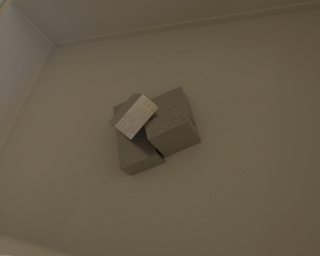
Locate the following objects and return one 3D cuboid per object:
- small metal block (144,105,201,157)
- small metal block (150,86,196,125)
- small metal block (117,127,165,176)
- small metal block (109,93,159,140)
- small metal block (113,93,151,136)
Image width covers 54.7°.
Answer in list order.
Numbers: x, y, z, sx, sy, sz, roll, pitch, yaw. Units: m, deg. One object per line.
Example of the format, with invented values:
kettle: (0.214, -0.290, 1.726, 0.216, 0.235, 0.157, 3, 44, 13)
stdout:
small metal block: (0.016, 0.005, 0.375, 0.050, 0.050, 0.025, -25, 53, 12)
small metal block: (0.014, -0.020, 0.407, 0.050, 0.025, 0.050, -22, 54, 14)
small metal block: (-0.026, 0.027, 0.399, 0.050, 0.025, 0.050, -22, 54, 14)
small metal block: (-0.034, -0.016, 0.382, 0.050, 0.025, 0.050, -50, 17, -8)
small metal block: (-0.034, -0.013, 0.428, 0.050, 0.025, 0.050, -22, 54, 14)
